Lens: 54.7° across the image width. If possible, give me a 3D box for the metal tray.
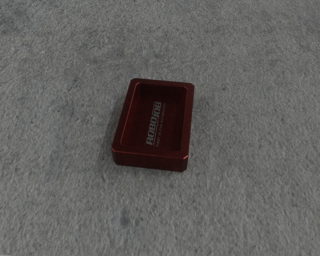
[{"bbox_3d":[-0.004,-0.009,0.407,0.091,0.030,0.130,6,50,4],"label":"metal tray"}]
